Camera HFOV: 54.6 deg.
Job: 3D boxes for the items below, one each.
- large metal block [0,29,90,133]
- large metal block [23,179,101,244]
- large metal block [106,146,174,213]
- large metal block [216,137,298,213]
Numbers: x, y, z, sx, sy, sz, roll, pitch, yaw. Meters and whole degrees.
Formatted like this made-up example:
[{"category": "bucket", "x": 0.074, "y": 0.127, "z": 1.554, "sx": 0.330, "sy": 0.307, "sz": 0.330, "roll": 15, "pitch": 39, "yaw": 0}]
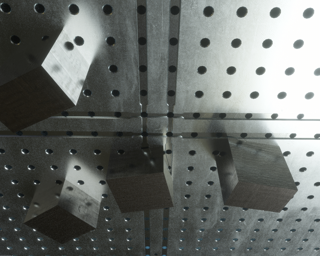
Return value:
[{"category": "large metal block", "x": -0.130, "y": -0.051, "z": 0.331, "sx": 0.080, "sy": 0.080, "sz": 0.050, "roll": -21, "pitch": 127, "yaw": 17}, {"category": "large metal block", "x": -0.159, "y": 0.140, "z": 0.513, "sx": 0.080, "sy": 0.050, "sz": 0.080, "roll": -30, "pitch": 124, "yaw": 23}, {"category": "large metal block", "x": -0.027, "y": 0.078, "z": 0.461, "sx": 0.080, "sy": 0.050, "sz": 0.080, "roll": -9, "pitch": 130, "yaw": 7}, {"category": "large metal block", "x": 0.130, "y": 0.065, "z": 0.431, "sx": 0.080, "sy": 0.080, "sz": 0.050, "roll": 10, "pitch": 129, "yaw": -9}]
